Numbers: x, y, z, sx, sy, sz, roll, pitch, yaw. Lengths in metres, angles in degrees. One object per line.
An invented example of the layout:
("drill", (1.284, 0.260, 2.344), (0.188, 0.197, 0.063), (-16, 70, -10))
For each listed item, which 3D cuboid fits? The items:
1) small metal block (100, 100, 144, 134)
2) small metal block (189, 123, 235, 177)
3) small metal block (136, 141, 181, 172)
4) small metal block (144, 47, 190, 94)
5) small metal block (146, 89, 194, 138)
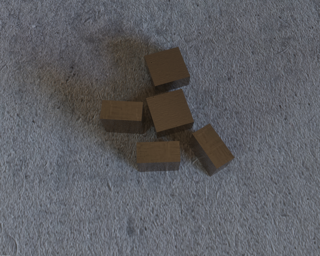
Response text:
("small metal block", (-0.047, -0.013, 0.399), (0.050, 0.050, 0.025), (3, 70, 1))
("small metal block", (0.062, 0.029, 0.385), (0.025, 0.050, 0.050), (-30, 73, -10))
("small metal block", (-0.002, 0.036, 0.382), (0.050, 0.050, 0.025), (-2, 70, -1))
("small metal block", (0.010, -0.081, 0.438), (0.050, 0.025, 0.050), (-17, 71, -6))
("small metal block", (0.013, -0.019, 0.415), (0.050, 0.025, 0.050), (-16, 71, -6))
